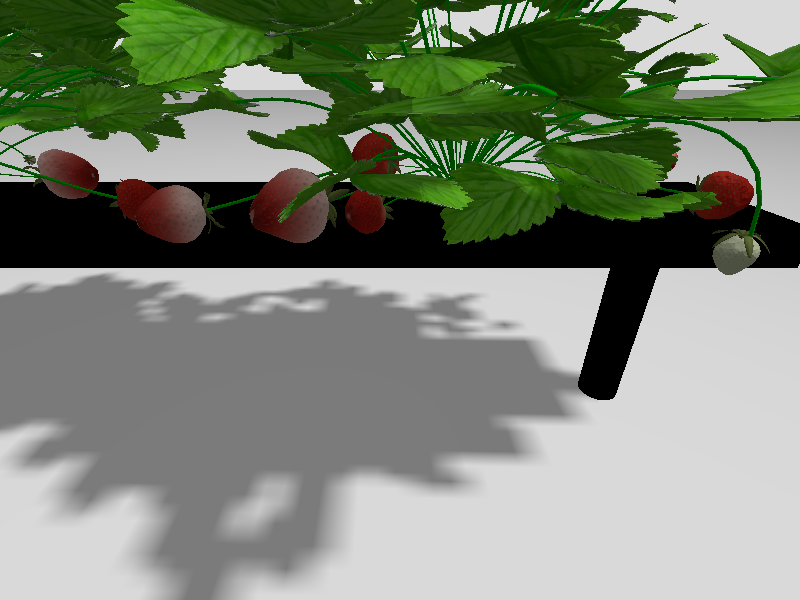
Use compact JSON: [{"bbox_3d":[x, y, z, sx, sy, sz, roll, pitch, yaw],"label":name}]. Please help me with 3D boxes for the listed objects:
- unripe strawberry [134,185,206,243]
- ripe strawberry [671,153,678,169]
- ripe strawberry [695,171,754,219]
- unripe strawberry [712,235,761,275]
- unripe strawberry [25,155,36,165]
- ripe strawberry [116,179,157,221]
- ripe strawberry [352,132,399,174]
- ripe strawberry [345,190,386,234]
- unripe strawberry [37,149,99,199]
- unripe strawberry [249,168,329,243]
[{"bbox_3d":[-0.144,-0.054,0.252,0.039,0.034,0.039,-15,33,-24],"label":"unripe strawberry"},{"bbox_3d":[0.289,-0.150,0.436,0.024,0.025,0.022,36,7,-36],"label":"ripe strawberry"},{"bbox_3d":[0.235,-0.075,0.290,0.034,0.035,0.031,9,31,15],"label":"ripe strawberry"},{"bbox_3d":[0.182,-0.024,0.217,0.023,0.023,0.019,-23,37,-35],"label":"unripe strawberry"},{"bbox_3d":[-0.455,-0.173,0.494,0.010,0.011,0.011,-9,12,-16],"label":"unripe strawberry"},{"bbox_3d":[-0.183,-0.070,0.285,0.030,0.031,0.028,9,30,15],"label":"ripe strawberry"},{"bbox_3d":[-0.028,-0.143,0.403,0.050,0.050,0.047,24,37,37],"label":"ripe strawberry"},{"bbox_3d":[-0.024,-0.059,0.267,0.026,0.030,0.029,22,37,34],"label":"ripe strawberry"},{"bbox_3d":[-0.280,-0.106,0.340,0.039,0.041,0.036,1,29,0],"label":"unripe strawberry"},{"bbox_3d":[-0.070,-0.058,0.251,0.049,0.048,0.045,-23,37,-34],"label":"unripe strawberry"}]
